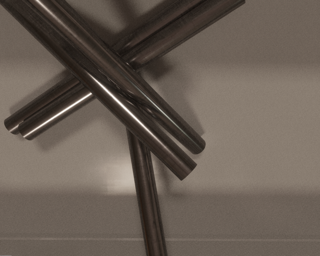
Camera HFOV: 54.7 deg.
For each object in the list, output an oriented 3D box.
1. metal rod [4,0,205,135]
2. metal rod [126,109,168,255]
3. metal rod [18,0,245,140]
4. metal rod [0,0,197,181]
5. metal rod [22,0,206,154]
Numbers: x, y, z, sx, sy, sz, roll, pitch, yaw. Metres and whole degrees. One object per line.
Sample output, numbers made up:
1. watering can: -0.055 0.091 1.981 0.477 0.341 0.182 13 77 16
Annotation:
1. metal rod: -0.069 -0.079 0.381 0.300 0.025 0.025 -32 107 10
2. metal rod: -0.016 0.080 0.375 0.025 0.025 0.298 -10 85 3
3. metal rod: -0.040 -0.071 0.363 0.300 0.025 0.025 -31 108 9
4. metal rod: -0.076 -0.056 0.343 0.300 0.025 0.025 44 105 3
5. metal rod: -0.035 -0.052 0.328 0.025 0.025 0.300 -38 131 12
